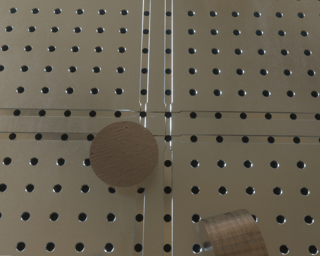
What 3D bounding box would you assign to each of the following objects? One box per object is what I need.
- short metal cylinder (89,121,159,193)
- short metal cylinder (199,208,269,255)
[{"bbox_3d":[-0.042,0.037,0.384,0.081,0.050,0.080,0,70,-1],"label":"short metal cylinder"},{"bbox_3d":[0.078,0.133,0.335,0.050,0.080,0.080,-12,71,-5],"label":"short metal cylinder"}]
